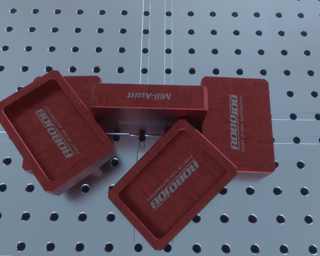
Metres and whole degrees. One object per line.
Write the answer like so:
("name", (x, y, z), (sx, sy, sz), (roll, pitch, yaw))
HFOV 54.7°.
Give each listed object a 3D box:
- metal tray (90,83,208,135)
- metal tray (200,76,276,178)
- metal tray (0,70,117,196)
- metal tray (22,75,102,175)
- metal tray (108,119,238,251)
("metal tray", (-0.012, -0.020, 0.383), (0.131, 0.090, 0.030), (1, 70, 0))
("metal tray", (0.098, -0.003, 0.410), (0.091, 0.030, 0.130), (3, 70, 0))
("metal tray", (-0.125, 0.003, 0.373), (0.090, 0.030, 0.130), (-36, 75, -13))
("metal tray", (-0.123, -0.005, 0.409), (0.091, 0.030, 0.129), (-1, 71, -1))
("metal tray", (0.015, 0.065, 0.366), (0.130, 0.030, 0.090), (-46, 77, 2))
